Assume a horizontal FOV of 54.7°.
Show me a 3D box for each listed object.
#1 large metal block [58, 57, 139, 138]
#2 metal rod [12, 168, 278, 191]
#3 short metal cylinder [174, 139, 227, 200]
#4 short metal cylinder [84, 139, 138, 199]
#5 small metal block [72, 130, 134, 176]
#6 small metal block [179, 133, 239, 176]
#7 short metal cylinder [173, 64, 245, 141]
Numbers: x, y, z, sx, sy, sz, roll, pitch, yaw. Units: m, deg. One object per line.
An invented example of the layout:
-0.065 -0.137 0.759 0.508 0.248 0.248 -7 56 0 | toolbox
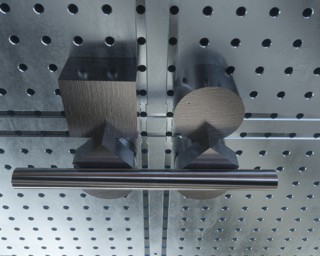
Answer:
-0.066 -0.034 0.364 0.081 0.050 0.079 1 130 -1 | large metal block
-0.016 0.060 0.363 0.302 0.025 0.025 1 130 -1 | metal rod
0.061 0.059 0.446 0.081 0.050 0.079 0 130 0 | short metal cylinder
-0.073 0.057 0.442 0.081 0.050 0.079 0 130 0 | short metal cylinder
-0.068 0.037 0.377 0.050 0.025 0.050 -33 123 24 | small metal block
0.060 0.041 0.381 0.050 0.025 0.050 33 123 -25 | small metal block
0.056 -0.029 0.371 0.081 0.050 0.079 0 130 0 | short metal cylinder
